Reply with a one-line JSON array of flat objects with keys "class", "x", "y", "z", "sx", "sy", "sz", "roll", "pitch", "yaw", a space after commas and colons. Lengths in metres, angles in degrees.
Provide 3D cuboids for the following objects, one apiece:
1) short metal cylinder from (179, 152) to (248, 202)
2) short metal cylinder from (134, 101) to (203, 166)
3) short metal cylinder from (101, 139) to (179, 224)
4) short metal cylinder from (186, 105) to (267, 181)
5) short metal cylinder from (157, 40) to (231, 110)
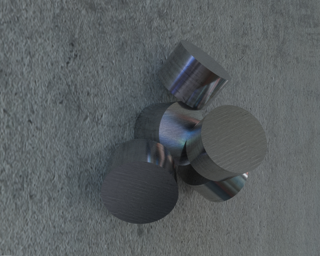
[{"class": "short metal cylinder", "x": 0.074, "y": 0.056, "z": 0.432, "sx": 0.050, "sy": 0.080, "sz": 0.080, "roll": 42, "pitch": 64, "yaw": -32}, {"class": "short metal cylinder", "x": 0.013, "y": 0.006, "z": 0.401, "sx": 0.081, "sy": 0.050, "sz": 0.080, "roll": 0, "pitch": 89, "yaw": -40}, {"class": "short metal cylinder", "x": -0.021, "y": 0.059, "z": 0.345, "sx": 0.081, "sy": 0.050, "sz": 0.079, "roll": -1, "pitch": 115, "yaw": -1}, {"class": "short metal cylinder", "x": 0.077, "y": 0.019, "z": 0.368, "sx": 0.081, "sy": 0.050, "sz": 0.080, "roll": 5, "pitch": 69, "yaw": -14}, {"class": "short metal cylinder", "x": 0.044, "y": -0.068, "z": 0.399, "sx": 0.080, "sy": 0.080, "sz": 0.050, "roll": 17, "pitch": 122, "yaw": -39}]
